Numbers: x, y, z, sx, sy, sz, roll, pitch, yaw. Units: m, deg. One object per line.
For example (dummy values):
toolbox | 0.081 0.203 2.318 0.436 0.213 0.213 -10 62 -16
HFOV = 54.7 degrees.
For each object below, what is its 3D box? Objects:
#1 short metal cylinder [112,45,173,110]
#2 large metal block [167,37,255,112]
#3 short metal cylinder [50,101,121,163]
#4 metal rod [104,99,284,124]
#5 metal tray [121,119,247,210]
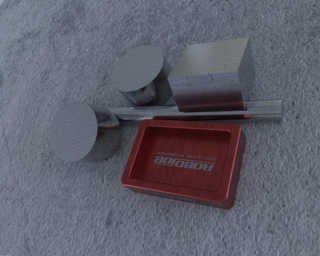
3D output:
short metal cylinder | -0.021 -0.071 0.444 0.080 0.050 0.080 -13 56 20
large metal block | 0.066 -0.065 0.379 0.080 0.050 0.080 -1 40 28
short metal cylinder | -0.101 0.007 0.423 0.080 0.050 0.080 -4 80 27
metal rod | 0.004 -0.019 0.416 0.300 0.025 0.025 -1 62 27
metal tray | 0.027 0.038 0.364 0.130 0.030 0.090 4 63 29
